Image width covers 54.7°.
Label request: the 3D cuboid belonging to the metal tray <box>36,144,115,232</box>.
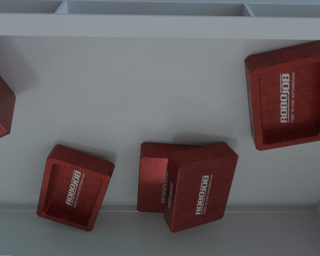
[{"bbox_3d":[-0.129,0.094,0.467,0.090,0.030,0.129,19,122,-6],"label":"metal tray"}]

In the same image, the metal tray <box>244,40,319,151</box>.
[{"bbox_3d":[0.156,-0.033,0.378,0.090,0.030,0.129,-11,130,9],"label":"metal tray"}]

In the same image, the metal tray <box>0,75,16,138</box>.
[{"bbox_3d":[-0.202,-0.056,0.313,0.030,0.090,0.130,-26,128,-2],"label":"metal tray"}]

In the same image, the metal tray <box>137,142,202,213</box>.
[{"bbox_3d":[0.013,0.081,0.474,0.091,0.030,0.129,4,130,-4],"label":"metal tray"}]

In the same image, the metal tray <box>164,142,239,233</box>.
[{"bbox_3d":[0.056,0.088,0.449,0.091,0.030,0.129,-9,125,-21],"label":"metal tray"}]
